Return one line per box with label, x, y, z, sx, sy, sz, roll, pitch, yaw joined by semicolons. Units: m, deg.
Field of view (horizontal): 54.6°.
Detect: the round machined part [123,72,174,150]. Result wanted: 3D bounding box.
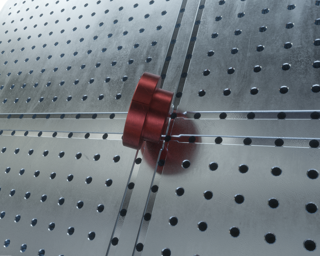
round machined part;-0.012;-0.018;0.392;0.042;0.098;0.098;17;67;2
